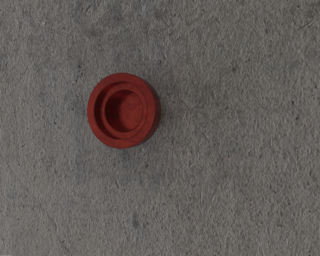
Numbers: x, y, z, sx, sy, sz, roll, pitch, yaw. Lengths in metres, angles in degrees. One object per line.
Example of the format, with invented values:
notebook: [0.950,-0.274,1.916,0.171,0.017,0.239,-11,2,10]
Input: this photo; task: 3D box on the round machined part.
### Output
round machined part: [-0.044,-0.022,0.416,0.098,0.042,0.097,0,90,20]
